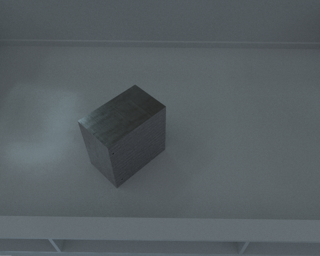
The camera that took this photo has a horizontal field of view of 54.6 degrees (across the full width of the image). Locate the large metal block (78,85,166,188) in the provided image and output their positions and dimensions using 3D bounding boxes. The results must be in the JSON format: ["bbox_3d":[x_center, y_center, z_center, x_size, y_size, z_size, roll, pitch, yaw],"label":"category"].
[{"bbox_3d":[-0.040,0.010,0.361,0.080,0.080,0.050,-37,59,-27],"label":"large metal block"}]
